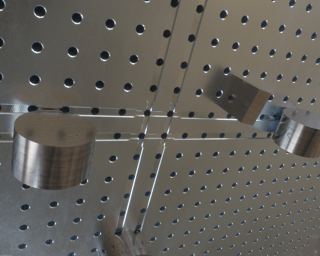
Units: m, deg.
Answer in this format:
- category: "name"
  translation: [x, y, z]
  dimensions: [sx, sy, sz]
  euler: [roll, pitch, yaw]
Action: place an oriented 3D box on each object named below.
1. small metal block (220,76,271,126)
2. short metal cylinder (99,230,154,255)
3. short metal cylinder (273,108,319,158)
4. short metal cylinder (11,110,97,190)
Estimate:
- category: "small metal block"
  translation: [0.119, -0.039, 0.436]
  dimensions: [0.025, 0.050, 0.050]
  euler: [12, 112, -34]
- category: "short metal cylinder"
  translation: [-0.052, 0.213, 0.499]
  dimensions: [0.081, 0.050, 0.079]
  euler: [-14, 124, -21]
- category: "short metal cylinder"
  translation: [0.233, 0.006, 0.507]
  dimensions: [0.081, 0.080, 0.050]
  euler: [-3, 120, -27]
- category: "short metal cylinder"
  translation: [-0.111, 0.020, 0.327]
  dimensions: [0.081, 0.080, 0.050]
  euler: [1, 118, -29]
